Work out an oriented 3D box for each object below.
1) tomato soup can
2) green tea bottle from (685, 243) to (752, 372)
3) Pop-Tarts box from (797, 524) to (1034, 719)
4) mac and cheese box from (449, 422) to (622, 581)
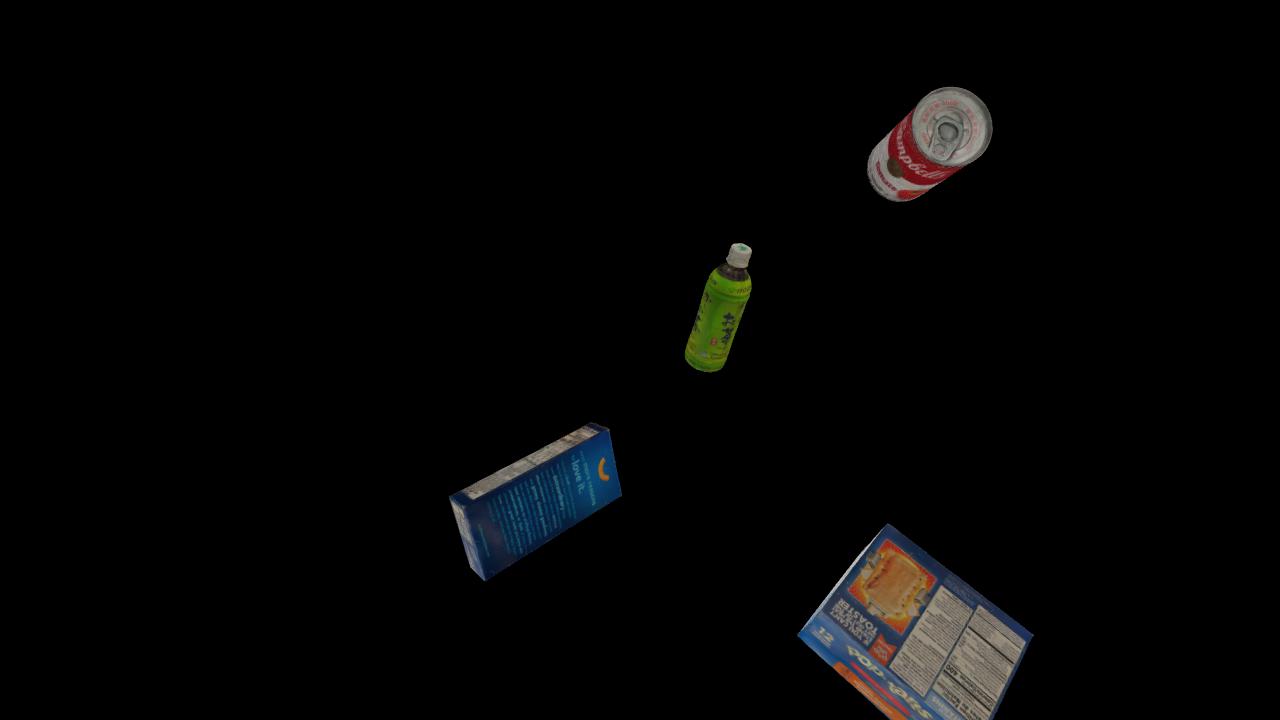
[{"bbox_3d":[0.255,-0.189,0.553,0.068,0.068,0.101,0,-2,-1],"label":"tomato soup can"},{"bbox_3d":[0.125,-0.080,0.945,0.073,0.212,0.073,9,36,-6],"label":"green tea bottle"},{"bbox_3d":[0.278,0.283,0.633,0.167,0.083,0.141,38,54,24],"label":"Pop-Tarts box"},{"bbox_3d":[-0.107,0.148,0.671,0.184,0.093,0.041,-25,24,-35],"label":"mac and cheese box"}]
